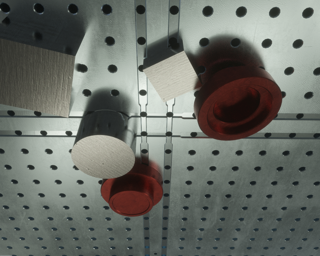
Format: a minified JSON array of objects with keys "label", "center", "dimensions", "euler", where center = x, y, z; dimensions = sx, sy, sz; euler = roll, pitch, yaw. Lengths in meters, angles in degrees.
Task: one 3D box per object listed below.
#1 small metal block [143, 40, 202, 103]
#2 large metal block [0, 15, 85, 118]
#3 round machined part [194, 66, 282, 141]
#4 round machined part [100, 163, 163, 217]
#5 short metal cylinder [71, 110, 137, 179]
[{"label":"small metal block","center":[0.015,-0.064,0.357],"dimensions":[0.050,0.025,0.050],"euler":[-22,127,17]},{"label":"large metal block","center":[-0.132,-0.065,0.338],"dimensions":[0.081,0.050,0.079],"euler":[12,129,-10]},{"label":"round machined part","center":[0.087,-0.033,0.366],"dimensions":[0.099,0.042,0.097],"euler":[-7,136,-6]},{"label":"round machined part","center":[-0.044,0.103,0.488],"dimensions":[0.099,0.042,0.097],"euler":[0,130,0]},{"label":"short metal cylinder","center":[-0.072,0.023,0.414],"dimensions":[0.081,0.050,0.079],"euler":[0,130,0]}]
